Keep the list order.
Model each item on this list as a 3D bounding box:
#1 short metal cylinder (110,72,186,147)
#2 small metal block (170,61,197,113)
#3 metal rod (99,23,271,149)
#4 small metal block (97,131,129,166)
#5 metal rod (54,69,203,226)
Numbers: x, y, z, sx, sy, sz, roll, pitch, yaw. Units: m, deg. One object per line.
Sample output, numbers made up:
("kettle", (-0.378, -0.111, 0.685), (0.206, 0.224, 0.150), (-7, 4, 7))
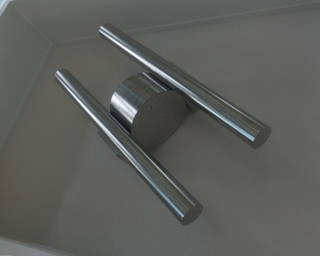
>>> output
("short metal cylinder", (-0.015, -0.023, 0.389), (0.080, 0.080, 0.050), (-45, 51, -3))
("small metal block", (0.029, -0.053, 0.403), (0.025, 0.050, 0.050), (-45, 51, -3))
("metal rod", (0.006, -0.069, 0.378), (0.025, 0.025, 0.300), (-45, 51, -4))
("small metal block", (-0.046, 0.022, 0.397), (0.025, 0.050, 0.050), (-45, 51, -3))
("metal rod", (-0.059, 0.000, 0.370), (0.025, 0.025, 0.300), (-45, 51, -4))
